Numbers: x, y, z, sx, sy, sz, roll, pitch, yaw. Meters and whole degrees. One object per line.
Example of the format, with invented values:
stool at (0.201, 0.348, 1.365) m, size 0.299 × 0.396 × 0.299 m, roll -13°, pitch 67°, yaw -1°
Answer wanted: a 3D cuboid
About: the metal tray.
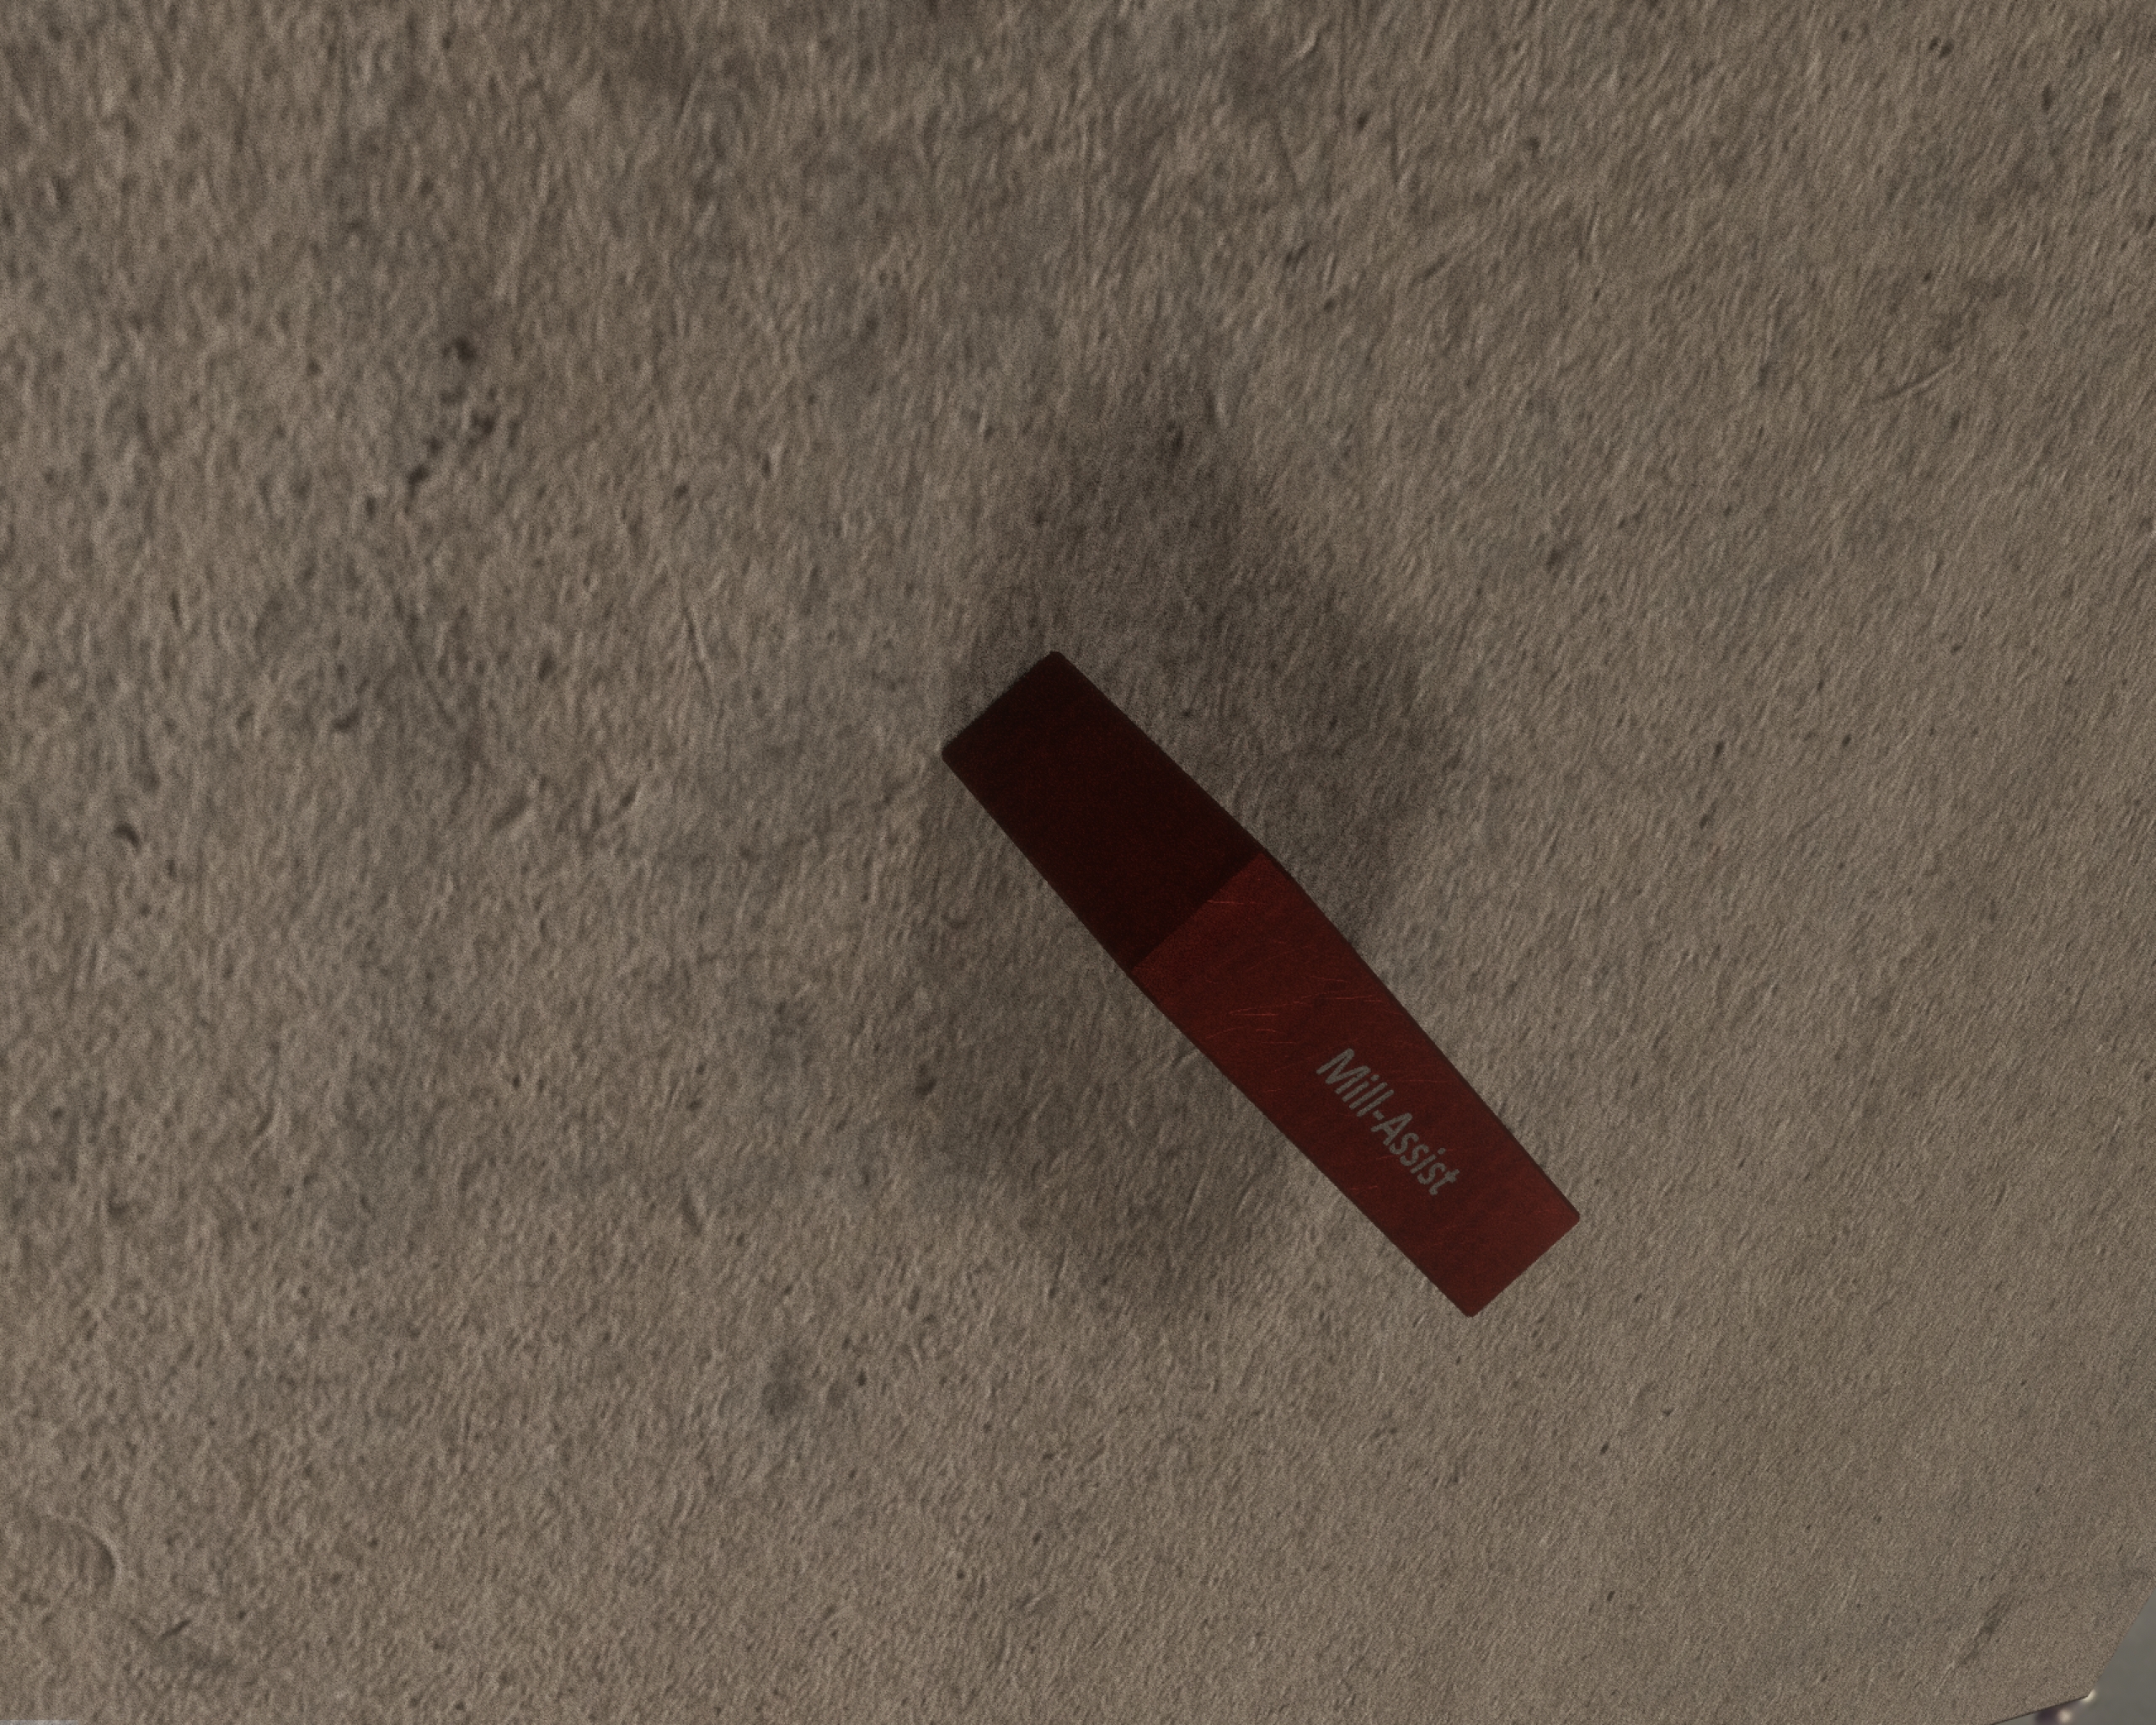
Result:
metal tray at (0.036, 0.025, 0.403) m, size 0.030 × 0.090 × 0.130 m, roll -43°, pitch 130°, yaw 1°
